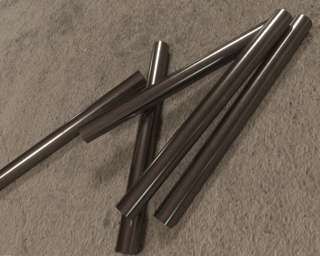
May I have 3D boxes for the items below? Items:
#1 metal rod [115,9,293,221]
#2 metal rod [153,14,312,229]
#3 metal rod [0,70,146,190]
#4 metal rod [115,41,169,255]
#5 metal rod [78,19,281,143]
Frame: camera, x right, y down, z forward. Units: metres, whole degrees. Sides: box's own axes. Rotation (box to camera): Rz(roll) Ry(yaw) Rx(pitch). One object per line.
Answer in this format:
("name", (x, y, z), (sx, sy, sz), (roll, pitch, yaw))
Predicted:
("metal rod", (0.057, -0.022, 0.357), (0.025, 0.025, 0.300), (33, 79, 38))
("metal rod", (0.091, -0.016, 0.364), (0.025, 0.025, 0.300), (29, 77, 37))
("metal rod", (-0.147, 0.010, 0.472), (0.300, 0.025, 0.025), (-35, 52, 4))
("metal rod", (-0.018, 0.006, 0.408), (0.025, 0.025, 0.299), (-6, 59, 25))
("metal rod", (0.031, -0.065, 0.402), (0.301, 0.025, 0.025), (-30, 52, -1))
